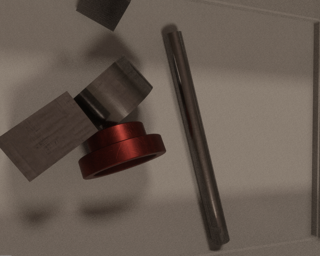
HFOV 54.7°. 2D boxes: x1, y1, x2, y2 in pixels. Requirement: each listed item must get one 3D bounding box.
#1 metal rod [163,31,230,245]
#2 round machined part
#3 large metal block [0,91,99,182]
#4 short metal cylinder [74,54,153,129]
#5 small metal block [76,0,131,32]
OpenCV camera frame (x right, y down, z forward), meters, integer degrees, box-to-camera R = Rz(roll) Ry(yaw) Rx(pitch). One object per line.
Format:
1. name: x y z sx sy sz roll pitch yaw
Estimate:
1. metal rod: 0.052 0.017 0.431 0.025 0.025 0.298 -16 96 -20
2. round machined part: -0.046 0.024 0.358 0.099 0.098 0.042 -16 79 -20
3. large metal block: -0.119 0.009 0.336 0.080 0.080 0.050 -39 99 -16
4. short metal cylinder: -0.055 -0.041 0.362 0.080 0.080 0.050 -46 105 -14
5. small metal block: -0.066 -0.152 0.370 0.050 0.050 0.025 26 53 -19
